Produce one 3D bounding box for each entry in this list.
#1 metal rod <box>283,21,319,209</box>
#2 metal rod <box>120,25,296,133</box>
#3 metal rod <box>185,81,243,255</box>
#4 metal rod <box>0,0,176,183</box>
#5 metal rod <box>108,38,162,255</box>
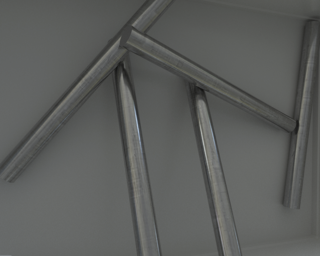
[{"bbox_3d":[0.229,-0.022,0.497,0.025,0.025,0.298,9,87,-20],"label":"metal rod"},{"bbox_3d":[0.083,-0.052,0.410,0.302,0.025,0.025,22,83,-31],"label":"metal rod"},{"bbox_3d":[0.064,0.055,0.370,0.025,0.025,0.299,1,65,-20],"label":"metal rod"},{"bbox_3d":[-0.076,-0.060,0.357,0.025,0.025,0.300,42,86,-16],"label":"metal rod"},{"bbox_3d":[-0.028,0.031,0.346,0.025,0.025,0.299,-3,70,-20],"label":"metal rod"}]
